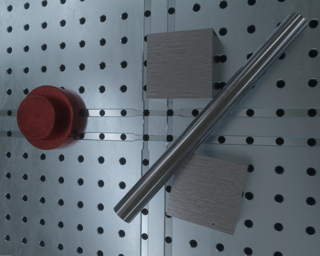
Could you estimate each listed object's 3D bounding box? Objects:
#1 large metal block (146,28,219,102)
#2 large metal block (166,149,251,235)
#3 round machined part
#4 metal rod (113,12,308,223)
[{"bbox_3d":[0.030,-0.075,0.389,0.080,0.050,0.079,1,90,20],"label":"large metal block"},{"bbox_3d":[0.060,0.072,0.378,0.080,0.050,0.079,12,94,19],"label":"large metal block"},{"bbox_3d":[-0.172,-0.015,0.464,0.098,0.042,0.097,0,90,20],"label":"round machined part"},{"bbox_3d":[0.058,-0.013,0.352,0.025,0.025,0.300,42,88,15],"label":"metal rod"}]
